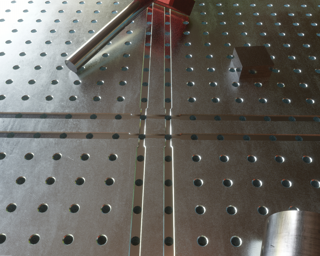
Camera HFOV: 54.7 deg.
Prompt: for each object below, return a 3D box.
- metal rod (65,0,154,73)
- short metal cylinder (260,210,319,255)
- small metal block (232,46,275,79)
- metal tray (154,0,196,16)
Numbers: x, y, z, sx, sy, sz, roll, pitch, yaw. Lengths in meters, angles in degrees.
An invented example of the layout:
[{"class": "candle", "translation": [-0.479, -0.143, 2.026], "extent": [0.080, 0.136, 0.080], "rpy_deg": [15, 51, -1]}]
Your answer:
[{"class": "metal rod", "translation": [-0.056, -0.203, 0.554], "extent": [0.025, 0.025, 0.301], "rpy_deg": [28, 62, 21]}, {"class": "short metal cylinder", "translation": [0.132, 0.117, 0.275], "extent": [0.080, 0.080, 0.050], "rpy_deg": [16, 52, 12]}, {"class": "small metal block", "translation": [0.149, -0.106, 0.499], "extent": [0.050, 0.025, 0.050], "rpy_deg": [-4, 50, -4]}, {"class": "metal tray", "translation": [-0.008, -0.256, 0.588], "extent": [0.130, 0.030, 0.090], "rpy_deg": [29, 19, 22]}]
